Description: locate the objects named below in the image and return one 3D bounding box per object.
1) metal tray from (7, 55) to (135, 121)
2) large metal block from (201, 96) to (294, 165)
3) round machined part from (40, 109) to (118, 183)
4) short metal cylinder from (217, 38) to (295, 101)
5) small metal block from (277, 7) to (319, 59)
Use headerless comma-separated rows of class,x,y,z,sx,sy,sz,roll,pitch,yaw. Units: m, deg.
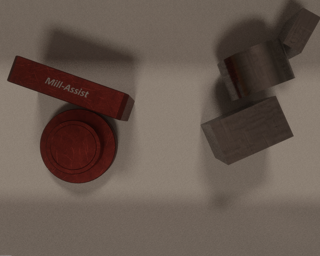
metal tray,-0.100,-0.044,0.377,0.131,0.090,0.030,19,90,-1
large metal block,0.103,0.002,0.385,0.080,0.080,0.050,-24,90,0
round machined part,-0.107,0.024,0.402,0.099,0.042,0.097,0,90,-1
short metal cylinder,0.118,-0.071,0.385,0.080,0.080,0.050,-20,90,0
small metal block,0.173,-0.119,0.401,0.025,0.050,0.050,29,90,0
